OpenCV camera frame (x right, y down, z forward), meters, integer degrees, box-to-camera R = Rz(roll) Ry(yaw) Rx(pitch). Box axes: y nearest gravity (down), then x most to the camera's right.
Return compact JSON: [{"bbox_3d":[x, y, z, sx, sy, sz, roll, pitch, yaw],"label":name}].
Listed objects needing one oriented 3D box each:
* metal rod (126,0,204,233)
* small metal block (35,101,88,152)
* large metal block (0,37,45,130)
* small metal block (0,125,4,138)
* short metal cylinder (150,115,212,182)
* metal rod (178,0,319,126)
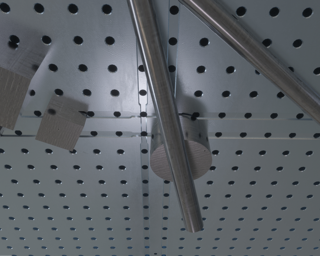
[{"bbox_3d":[0.011,-0.004,0.353,0.025,0.025,0.298,-11,113,9],"label":"metal rod"},{"bbox_3d":[-0.130,-0.001,0.409,0.050,0.025,0.050,21,127,-17],"label":"small metal block"},{"bbox_3d":[-0.187,-0.054,0.347,0.080,0.050,0.080,23,126,-19],"label":"large metal block"},{"bbox_3d":[-0.223,0.009,0.401,0.025,0.050,0.050,26,125,-21],"label":"small metal block"},{"bbox_3d":[0.027,0.028,0.419,0.081,0.050,0.079,0,130,0],"label":"short metal cylinder"},{"bbox_3d":[0.121,-0.073,0.350,0.301,0.025,0.025,32,123,-25],"label":"metal rod"}]
